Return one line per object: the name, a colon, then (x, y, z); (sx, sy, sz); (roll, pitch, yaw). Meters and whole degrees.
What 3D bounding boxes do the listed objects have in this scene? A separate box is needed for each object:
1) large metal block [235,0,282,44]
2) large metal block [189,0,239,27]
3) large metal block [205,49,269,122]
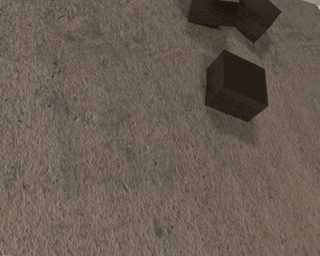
large metal block: (0.192, -0.233, 0.636); (0.080, 0.050, 0.080); (41, 51, -1)
large metal block: (0.100, -0.236, 0.570); (0.080, 0.050, 0.080); (8, 55, 4)
large metal block: (0.122, -0.067, 0.496); (0.080, 0.050, 0.080); (20, 54, -17)
